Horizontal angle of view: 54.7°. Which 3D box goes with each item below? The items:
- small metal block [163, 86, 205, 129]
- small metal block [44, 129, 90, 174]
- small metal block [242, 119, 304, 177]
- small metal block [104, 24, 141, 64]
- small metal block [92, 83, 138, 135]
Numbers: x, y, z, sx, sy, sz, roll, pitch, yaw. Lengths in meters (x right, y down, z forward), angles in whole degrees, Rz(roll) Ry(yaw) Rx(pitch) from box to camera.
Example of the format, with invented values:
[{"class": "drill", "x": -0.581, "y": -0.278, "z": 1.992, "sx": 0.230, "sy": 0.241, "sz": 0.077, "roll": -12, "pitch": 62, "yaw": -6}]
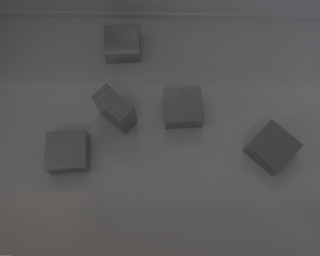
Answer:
[{"class": "small metal block", "x": 0.031, "y": -0.027, "z": 0.420, "sx": 0.050, "sy": 0.025, "sz": 0.050, "roll": -3, "pitch": 70, "yaw": -1}, {"class": "small metal block", "x": -0.118, "y": 0.031, "z": 0.398, "sx": 0.050, "sy": 0.025, "sz": 0.050, "roll": -4, "pitch": 70, "yaw": -2}, {"class": "small metal block", "x": 0.145, "y": 0.026, "z": 0.401, "sx": 0.050, "sy": 0.025, "sz": 0.050, "roll": 43, "pitch": 75, "yaw": 14}, {"class": "small metal block", "x": -0.055, "y": -0.123, "z": 0.454, "sx": 0.050, "sy": 0.025, "sz": 0.050, "roll": -3, "pitch": 70, "yaw": -1}, {"class": "small metal block", "x": -0.058, "y": -0.024, "z": 0.404, "sx": 0.050, "sy": 0.050, "sz": 0.025, "roll": 41, "pitch": 75, "yaw": 13}]
